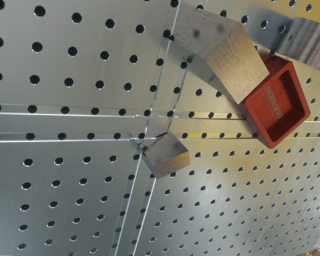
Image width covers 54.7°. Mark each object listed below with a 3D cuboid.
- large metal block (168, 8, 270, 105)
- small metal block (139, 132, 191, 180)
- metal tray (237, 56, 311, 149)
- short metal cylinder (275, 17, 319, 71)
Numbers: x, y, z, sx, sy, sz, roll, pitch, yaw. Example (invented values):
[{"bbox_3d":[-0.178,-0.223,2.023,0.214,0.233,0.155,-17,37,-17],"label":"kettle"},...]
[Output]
[{"bbox_3d":[0.068,-0.084,0.360,0.050,0.080,0.080,-45,129,3],"label":"large metal block"},{"bbox_3d":[0.006,0.037,0.421,0.050,0.050,0.025,-22,127,-15],"label":"small metal block"},{"bbox_3d":[0.177,-0.036,0.482,0.090,0.030,0.130,-42,130,1],"label":"metal tray"},{"bbox_3d":[0.207,-0.110,0.420,0.081,0.080,0.050,11,112,-33],"label":"short metal cylinder"}]
